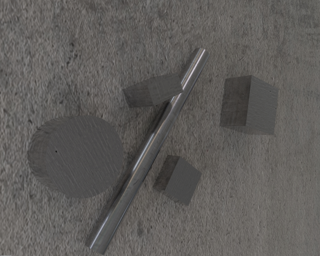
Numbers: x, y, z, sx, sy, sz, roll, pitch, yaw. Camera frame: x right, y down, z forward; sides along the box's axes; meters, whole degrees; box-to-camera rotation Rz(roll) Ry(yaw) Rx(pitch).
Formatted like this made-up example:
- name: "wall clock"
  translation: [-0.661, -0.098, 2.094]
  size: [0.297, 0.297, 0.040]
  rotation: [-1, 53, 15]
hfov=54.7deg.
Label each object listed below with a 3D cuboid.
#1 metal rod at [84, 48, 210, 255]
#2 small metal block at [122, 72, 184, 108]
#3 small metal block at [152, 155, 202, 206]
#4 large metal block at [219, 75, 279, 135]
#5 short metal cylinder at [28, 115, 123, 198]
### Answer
- name: "metal rod"
  translation: [-0.006, 0.013, 0.399]
  size: [0.025, 0.025, 0.300]
  rotation: [43, 64, -32]
- name: "small metal block"
  translation: [-0.009, -0.046, 0.381]
  size: [0.050, 0.050, 0.025]
  rotation: [-29, 109, -36]
- name: "small metal block"
  translation: [0.025, 0.072, 0.425]
  size: [0.050, 0.025, 0.050]
  rotation: [40, 66, -33]
- name: "large metal block"
  translation: [0.149, -0.035, 0.513]
  size: [0.081, 0.050, 0.080]
  rotation: [14, 81, -39]
- name: "short metal cylinder"
  translation: [-0.086, 0.027, 0.317]
  size: [0.081, 0.050, 0.080]
  rotation: [0, 90, -40]
